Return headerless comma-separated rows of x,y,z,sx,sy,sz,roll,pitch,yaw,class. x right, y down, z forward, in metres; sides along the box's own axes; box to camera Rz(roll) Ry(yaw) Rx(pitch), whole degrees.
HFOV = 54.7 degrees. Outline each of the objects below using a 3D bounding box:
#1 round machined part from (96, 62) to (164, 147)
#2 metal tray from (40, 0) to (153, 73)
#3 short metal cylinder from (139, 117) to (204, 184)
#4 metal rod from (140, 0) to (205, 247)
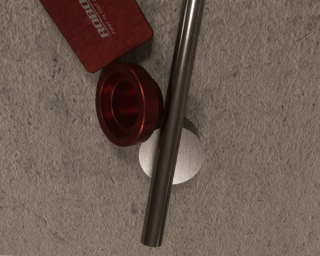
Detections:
-0.033,-0.028,0.371,0.042,0.098,0.097,-9,117,-42,round machined part
-0.077,-0.141,0.354,0.090,0.030,0.130,-29,108,10,metal tray
0.014,0.026,0.406,0.081,0.050,0.079,0,110,-1,short metal cylinder
0.016,-0.014,0.356,0.025,0.025,0.298,10,91,-4,metal rod
